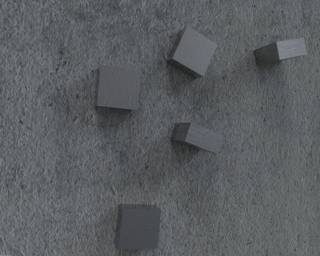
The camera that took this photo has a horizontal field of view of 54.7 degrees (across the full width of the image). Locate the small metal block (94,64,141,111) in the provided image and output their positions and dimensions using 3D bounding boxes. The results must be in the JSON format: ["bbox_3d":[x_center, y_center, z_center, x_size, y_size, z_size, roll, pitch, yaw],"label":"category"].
[{"bbox_3d":[-0.054,-0.049,0.389,0.050,0.025,0.050,5,88,-20],"label":"small metal block"}]

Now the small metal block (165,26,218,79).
[{"bbox_3d":[0.043,-0.102,0.425,0.050,0.025,0.050,26,81,-18],"label":"small metal block"}]

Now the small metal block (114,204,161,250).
[{"bbox_3d":[-0.029,0.126,0.399,0.050,0.025,0.050,7,88,-20],"label":"small metal block"}]

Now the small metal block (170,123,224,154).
[{"bbox_3d":[0.048,0.013,0.413,0.050,0.050,0.025,21,83,-19],"label":"small metal block"}]

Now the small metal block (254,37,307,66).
[{"bbox_3d":[0.178,-0.113,0.461,0.050,0.050,0.025,-14,95,-20],"label":"small metal block"}]
